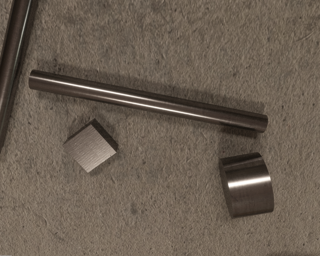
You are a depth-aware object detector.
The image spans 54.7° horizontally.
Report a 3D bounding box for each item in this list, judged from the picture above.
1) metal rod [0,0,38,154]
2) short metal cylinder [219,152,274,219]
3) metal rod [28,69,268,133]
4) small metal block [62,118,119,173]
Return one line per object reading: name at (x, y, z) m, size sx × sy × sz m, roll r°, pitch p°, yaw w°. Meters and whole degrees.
metal rod at (-0.174, -0.098, 0.371) m, size 0.025 × 0.025 × 0.298 m, roll 20°, pitch 109°, yaw -8°
short metal cylinder at (0.112, 0.075, 0.410) m, size 0.050 × 0.080 × 0.079 m, roll -11°, pitch 110°, yaw 3°
metal rod at (-0.011, -0.033, 0.397) m, size 0.302 × 0.025 × 0.025 m, roll 11°, pitch 110°, yaw -5°
small metal block at (-0.093, 0.023, 0.417) m, size 0.050 × 0.025 × 0.050 m, roll -36°, pitch 107°, yaw 12°
